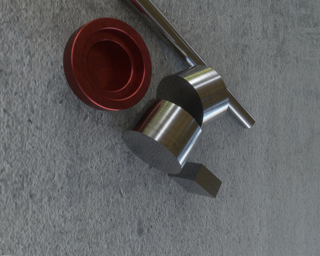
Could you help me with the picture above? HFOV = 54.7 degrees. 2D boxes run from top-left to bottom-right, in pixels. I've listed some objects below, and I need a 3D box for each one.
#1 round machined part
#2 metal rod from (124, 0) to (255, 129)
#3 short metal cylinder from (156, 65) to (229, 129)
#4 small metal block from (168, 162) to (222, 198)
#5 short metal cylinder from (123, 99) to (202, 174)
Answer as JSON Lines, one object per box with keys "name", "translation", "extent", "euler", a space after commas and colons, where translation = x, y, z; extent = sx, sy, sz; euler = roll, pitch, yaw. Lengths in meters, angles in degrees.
{"name": "round machined part", "translation": [-0.060, -0.067, 0.343], "extent": [0.099, 0.042, 0.097], "euler": [0, 90, -40]}
{"name": "metal rod", "translation": [0.054, -0.090, 0.449], "extent": [0.301, 0.025, 0.025], "euler": [40, 66, -33]}
{"name": "short metal cylinder", "translation": [0.041, -0.037, 0.403], "extent": [0.050, 0.080, 0.080], "euler": [-27, 107, -37]}
{"name": "small metal block", "translation": [0.049, 0.071, 0.429], "extent": [0.050, 0.050, 0.025], "euler": [43, 64, -32]}
{"name": "short metal cylinder", "translation": [0.003, 0.011, 0.371], "extent": [0.080, 0.080, 0.050], "euler": [50, 61, -29]}
